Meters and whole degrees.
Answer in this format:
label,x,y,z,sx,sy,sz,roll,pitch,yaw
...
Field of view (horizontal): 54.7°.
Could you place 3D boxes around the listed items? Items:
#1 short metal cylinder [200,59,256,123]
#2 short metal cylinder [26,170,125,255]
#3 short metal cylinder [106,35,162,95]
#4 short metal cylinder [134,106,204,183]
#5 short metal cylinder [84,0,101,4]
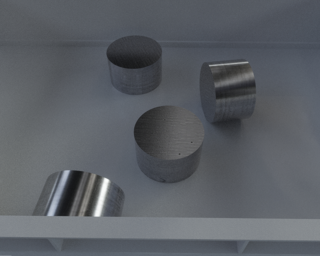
label,x,y,z,sx,sy,sz,roll,pitch,yaw
short metal cylinder,0.087,-0.049,0.411,0.050,0.080,0.080,-6,50,-5
short metal cylinder,-0.078,0.084,0.298,0.080,0.080,0.050,5,50,4
short metal cylinder,-0.037,-0.096,0.469,0.080,0.050,0.080,0,50,0
short metal cylinder,0.010,0.019,0.373,0.080,0.050,0.080,0,50,0
short metal cylinder,-0.132,-0.298,0.622,0.080,0.080,0.050,35,58,26
